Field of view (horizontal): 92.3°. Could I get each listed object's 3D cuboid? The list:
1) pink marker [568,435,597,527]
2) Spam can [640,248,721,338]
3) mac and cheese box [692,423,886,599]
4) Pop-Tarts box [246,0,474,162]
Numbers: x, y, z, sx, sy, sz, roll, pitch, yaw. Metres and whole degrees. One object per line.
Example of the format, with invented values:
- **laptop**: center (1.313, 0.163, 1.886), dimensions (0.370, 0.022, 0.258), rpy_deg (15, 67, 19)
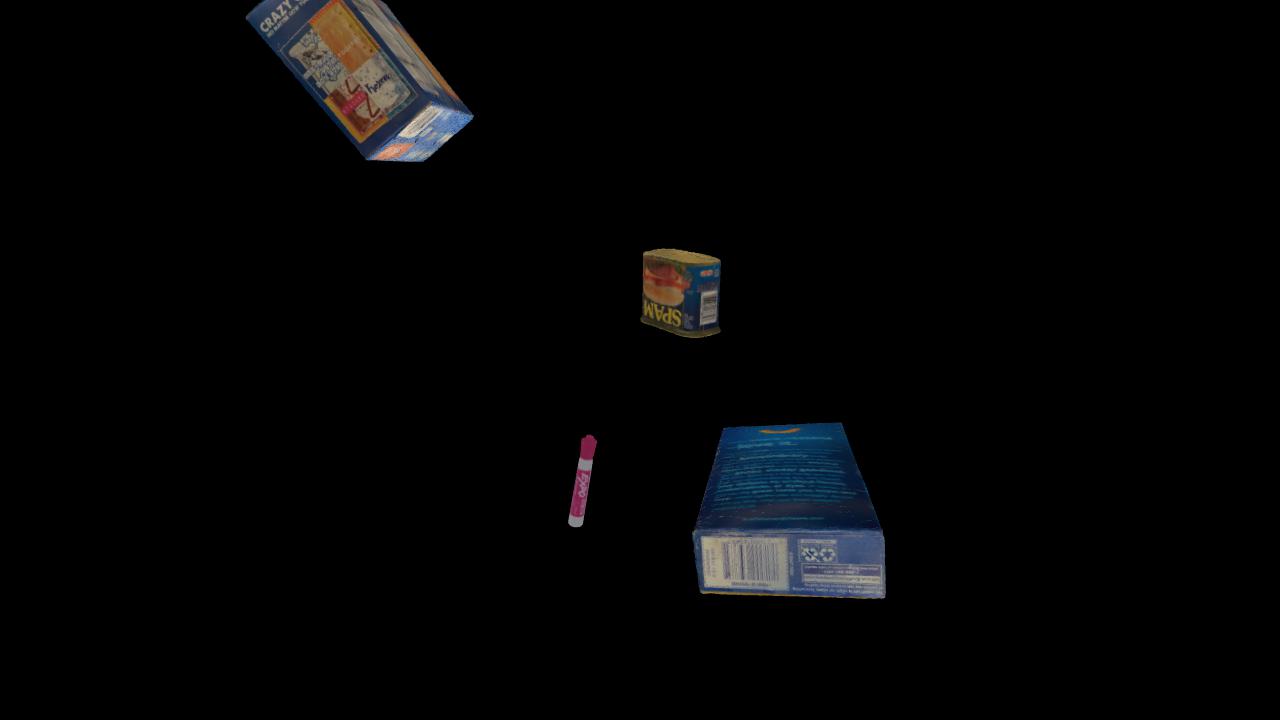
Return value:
- **pink marker**: center (-0.069, 0.146, 0.744), dimensions (0.020, 0.121, 0.020), rpy_deg (10, 18, -3)
- **Spam can**: center (0.047, -0.080, 0.715), dimensions (0.058, 0.085, 0.101), rpy_deg (-14, 24, -36)
- **mac and cheese box**: center (0.091, 0.083, 0.386), dimensions (0.093, 0.041, 0.184), rpy_deg (-5, 9, 14)
- **Pop-Tarts box**: center (-0.250, -0.270, 0.585), dimensions (0.083, 0.141, 0.167), rpy_deg (-36, 16, 8)
